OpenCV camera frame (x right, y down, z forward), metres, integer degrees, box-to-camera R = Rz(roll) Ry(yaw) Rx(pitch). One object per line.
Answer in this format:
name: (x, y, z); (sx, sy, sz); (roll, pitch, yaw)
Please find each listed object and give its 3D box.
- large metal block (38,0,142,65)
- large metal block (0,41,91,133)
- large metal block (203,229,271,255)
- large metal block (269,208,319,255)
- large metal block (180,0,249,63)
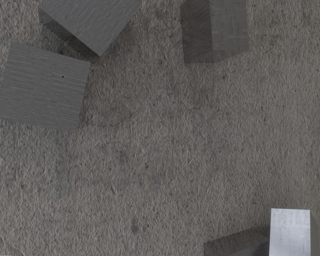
large metal block: (-0.083, -0.135, 0.365); (0.080, 0.050, 0.080); (38, 78, -16)
large metal block: (-0.130, -0.041, 0.348); (0.081, 0.050, 0.080); (12, 86, -20)
large metal block: (0.114, 0.199, 0.438); (0.081, 0.050, 0.080); (-10, 94, -20)
large metal block: (0.191, 0.167, 0.435); (0.080, 0.050, 0.080); (47, 48, -43)
large metal block: (0.068, -0.132, 0.404); (0.050, 0.080, 0.079); (-5, 92, -20)
